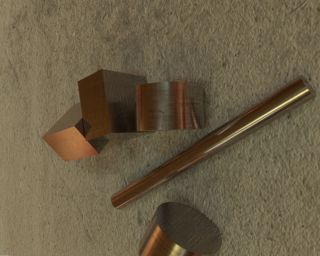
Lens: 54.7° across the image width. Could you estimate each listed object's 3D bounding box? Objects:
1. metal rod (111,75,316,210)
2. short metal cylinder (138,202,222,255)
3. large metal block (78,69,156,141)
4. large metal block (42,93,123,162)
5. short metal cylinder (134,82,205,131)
[{"bbox_3d":[0.039,0.034,0.372,0.299,0.025,0.025,-36,68,34],"label":"metal rod"},{"bbox_3d":[0.022,0.130,0.351,0.080,0.081,0.050,37,113,33],"label":"short metal cylinder"},{"bbox_3d":[-0.057,-0.028,0.416,0.050,0.081,0.080,-16,80,39],"label":"large metal block"},{"bbox_3d":[-0.108,-0.002,0.450,0.080,0.080,0.050,-15,122,39],"label":"large metal block"},{"bbox_3d":[0.011,-0.022,0.360,0.080,0.081,0.050,-3,88,40],"label":"short metal cylinder"}]
